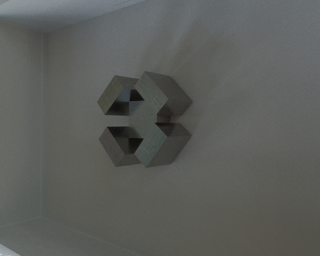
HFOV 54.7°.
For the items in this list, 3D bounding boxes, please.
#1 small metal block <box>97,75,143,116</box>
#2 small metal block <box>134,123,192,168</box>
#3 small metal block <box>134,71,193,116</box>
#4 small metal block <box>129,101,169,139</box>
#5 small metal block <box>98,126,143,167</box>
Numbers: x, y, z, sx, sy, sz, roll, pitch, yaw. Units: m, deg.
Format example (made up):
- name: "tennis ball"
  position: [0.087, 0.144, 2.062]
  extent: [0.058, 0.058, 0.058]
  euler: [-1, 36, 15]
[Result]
- name: "small metal block"
  position: [-0.050, -0.043, 0.429]
  extent: [0.050, 0.050, 0.025]
  euler: [-50, 60, 29]
- name: "small metal block"
  position: [0.004, 0.021, 0.384]
  extent: [0.025, 0.050, 0.050]
  euler: [47, 117, 28]
- name: "small metal block"
  position: [0.005, -0.042, 0.384]
  extent: [0.025, 0.050, 0.050]
  euler: [-52, 61, 27]
- name: "small metal block"
  position: [-0.015, -0.011, 0.417]
  extent: [0.050, 0.025, 0.050]
  euler: [1, 91, 40]
- name: "small metal block"
  position: [-0.048, 0.024, 0.428]
  extent: [0.050, 0.050, 0.025]
  euler: [53, 122, 27]
